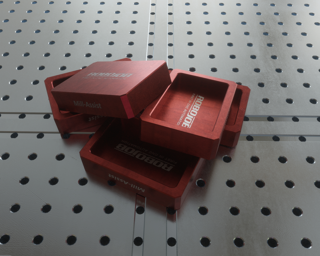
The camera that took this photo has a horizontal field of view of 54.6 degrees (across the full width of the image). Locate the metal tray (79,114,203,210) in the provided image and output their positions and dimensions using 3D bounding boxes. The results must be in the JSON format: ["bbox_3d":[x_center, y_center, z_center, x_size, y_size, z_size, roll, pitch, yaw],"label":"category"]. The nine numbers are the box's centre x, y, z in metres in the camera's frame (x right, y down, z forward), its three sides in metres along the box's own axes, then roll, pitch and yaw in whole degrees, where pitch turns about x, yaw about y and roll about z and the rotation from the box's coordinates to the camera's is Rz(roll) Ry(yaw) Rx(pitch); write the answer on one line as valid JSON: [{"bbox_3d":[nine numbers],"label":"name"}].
[{"bbox_3d":[-0.018,0.032,0.378,0.130,0.030,0.090,21,53,16],"label":"metal tray"}]

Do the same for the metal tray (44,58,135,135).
[{"bbox_3d":[-0.090,-0.050,0.445,0.131,0.030,0.090,-18,52,-14],"label":"metal tray"}]

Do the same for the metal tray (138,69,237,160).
[{"bbox_3d":[0.039,-0.024,0.384,0.090,0.030,0.130,15,40,13],"label":"metal tray"}]

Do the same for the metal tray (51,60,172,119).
[{"bbox_3d":[-0.063,-0.053,0.396,0.130,0.030,0.090,8,39,35],"label":"metal tray"}]

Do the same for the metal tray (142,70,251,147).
[{"bbox_3d":[0.051,-0.031,0.430,0.130,0.030,0.090,14,51,13],"label":"metal tray"}]
